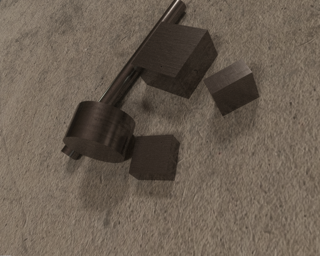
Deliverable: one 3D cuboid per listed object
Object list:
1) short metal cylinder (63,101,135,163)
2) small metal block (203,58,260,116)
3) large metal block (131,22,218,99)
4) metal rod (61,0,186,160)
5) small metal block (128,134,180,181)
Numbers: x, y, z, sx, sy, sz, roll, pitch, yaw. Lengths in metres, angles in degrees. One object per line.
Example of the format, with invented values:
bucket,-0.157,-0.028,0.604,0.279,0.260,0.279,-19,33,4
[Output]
short metal cylinder,-0.078,0.007,0.403,0.080,0.080,0.050,2,63,29
small metal block,0.086,-0.047,0.371,0.050,0.050,0.025,-29,52,10
large metal block,0.021,-0.097,0.435,0.080,0.050,0.080,24,75,36
metal rod,-0.050,-0.081,0.478,0.025,0.025,0.300,25,75,36
small metal block,-0.006,0.037,0.383,0.050,0.025,0.050,-4,60,26
